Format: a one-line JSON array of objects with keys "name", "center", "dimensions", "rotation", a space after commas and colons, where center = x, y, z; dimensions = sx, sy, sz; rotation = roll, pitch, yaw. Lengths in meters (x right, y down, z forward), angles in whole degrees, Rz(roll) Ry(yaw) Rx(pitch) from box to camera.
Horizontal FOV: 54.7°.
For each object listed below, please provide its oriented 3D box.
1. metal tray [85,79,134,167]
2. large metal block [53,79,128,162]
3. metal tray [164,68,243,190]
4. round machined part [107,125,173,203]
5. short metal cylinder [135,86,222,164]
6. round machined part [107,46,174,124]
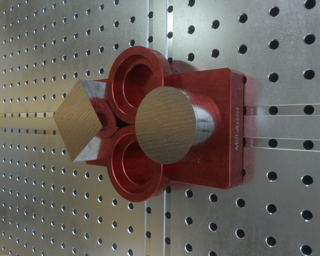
[{"name": "metal tray", "center": [-0.072, -0.008, 0.465], "dimensions": [0.090, 0.030, 0.129], "rotation": [1, 91, 38]}, {"name": "large metal block", "center": [-0.097, -0.010, 0.434], "dimensions": [0.080, 0.050, 0.080], "rotation": [-44, 64, 31]}, {"name": "metal tray", "center": [0.049, 0.000, 0.363], "dimensions": [0.090, 0.030, 0.129], "rotation": [1, 91, 40]}, {"name": "round machined part", "center": [-0.021, 0.044, 0.404], "dimensions": [0.098, 0.042, 0.097], "rotation": [0, 90, 40]}, {"name": "short metal cylinder", "center": [0.020, -0.003, 0.337], "dimensions": [0.080, 0.050, 0.079], "rotation": [0, 90, 40]}, {"name": "round machined part", "center": [-0.020, -0.054, 0.403], "dimensions": [0.098, 0.042, 0.097], "rotation": [0, 90, 40]}]
